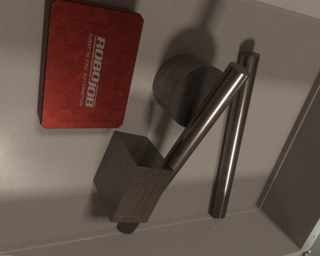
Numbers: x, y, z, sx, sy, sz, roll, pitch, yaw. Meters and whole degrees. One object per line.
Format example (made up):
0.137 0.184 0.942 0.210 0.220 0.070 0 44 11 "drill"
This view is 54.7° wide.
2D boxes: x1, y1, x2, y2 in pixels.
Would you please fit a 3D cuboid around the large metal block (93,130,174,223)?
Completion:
-0.037 0.061 0.392 0.050 0.080 0.079 13 112 -34 "large metal block"

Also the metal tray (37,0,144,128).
-0.076 -0.063 0.326 0.091 0.030 0.129 0 119 -29 "metal tray"

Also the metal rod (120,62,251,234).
0.016 0.046 0.400 0.025 0.025 0.298 9 129 -33 "metal rod"

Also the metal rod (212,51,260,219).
0.115 0.029 0.491 0.025 0.025 0.298 -11 123 -23 "metal rod"

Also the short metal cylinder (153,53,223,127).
0.038 -0.047 0.386 0.081 0.050 0.079 -14 125 -21 "short metal cylinder"
